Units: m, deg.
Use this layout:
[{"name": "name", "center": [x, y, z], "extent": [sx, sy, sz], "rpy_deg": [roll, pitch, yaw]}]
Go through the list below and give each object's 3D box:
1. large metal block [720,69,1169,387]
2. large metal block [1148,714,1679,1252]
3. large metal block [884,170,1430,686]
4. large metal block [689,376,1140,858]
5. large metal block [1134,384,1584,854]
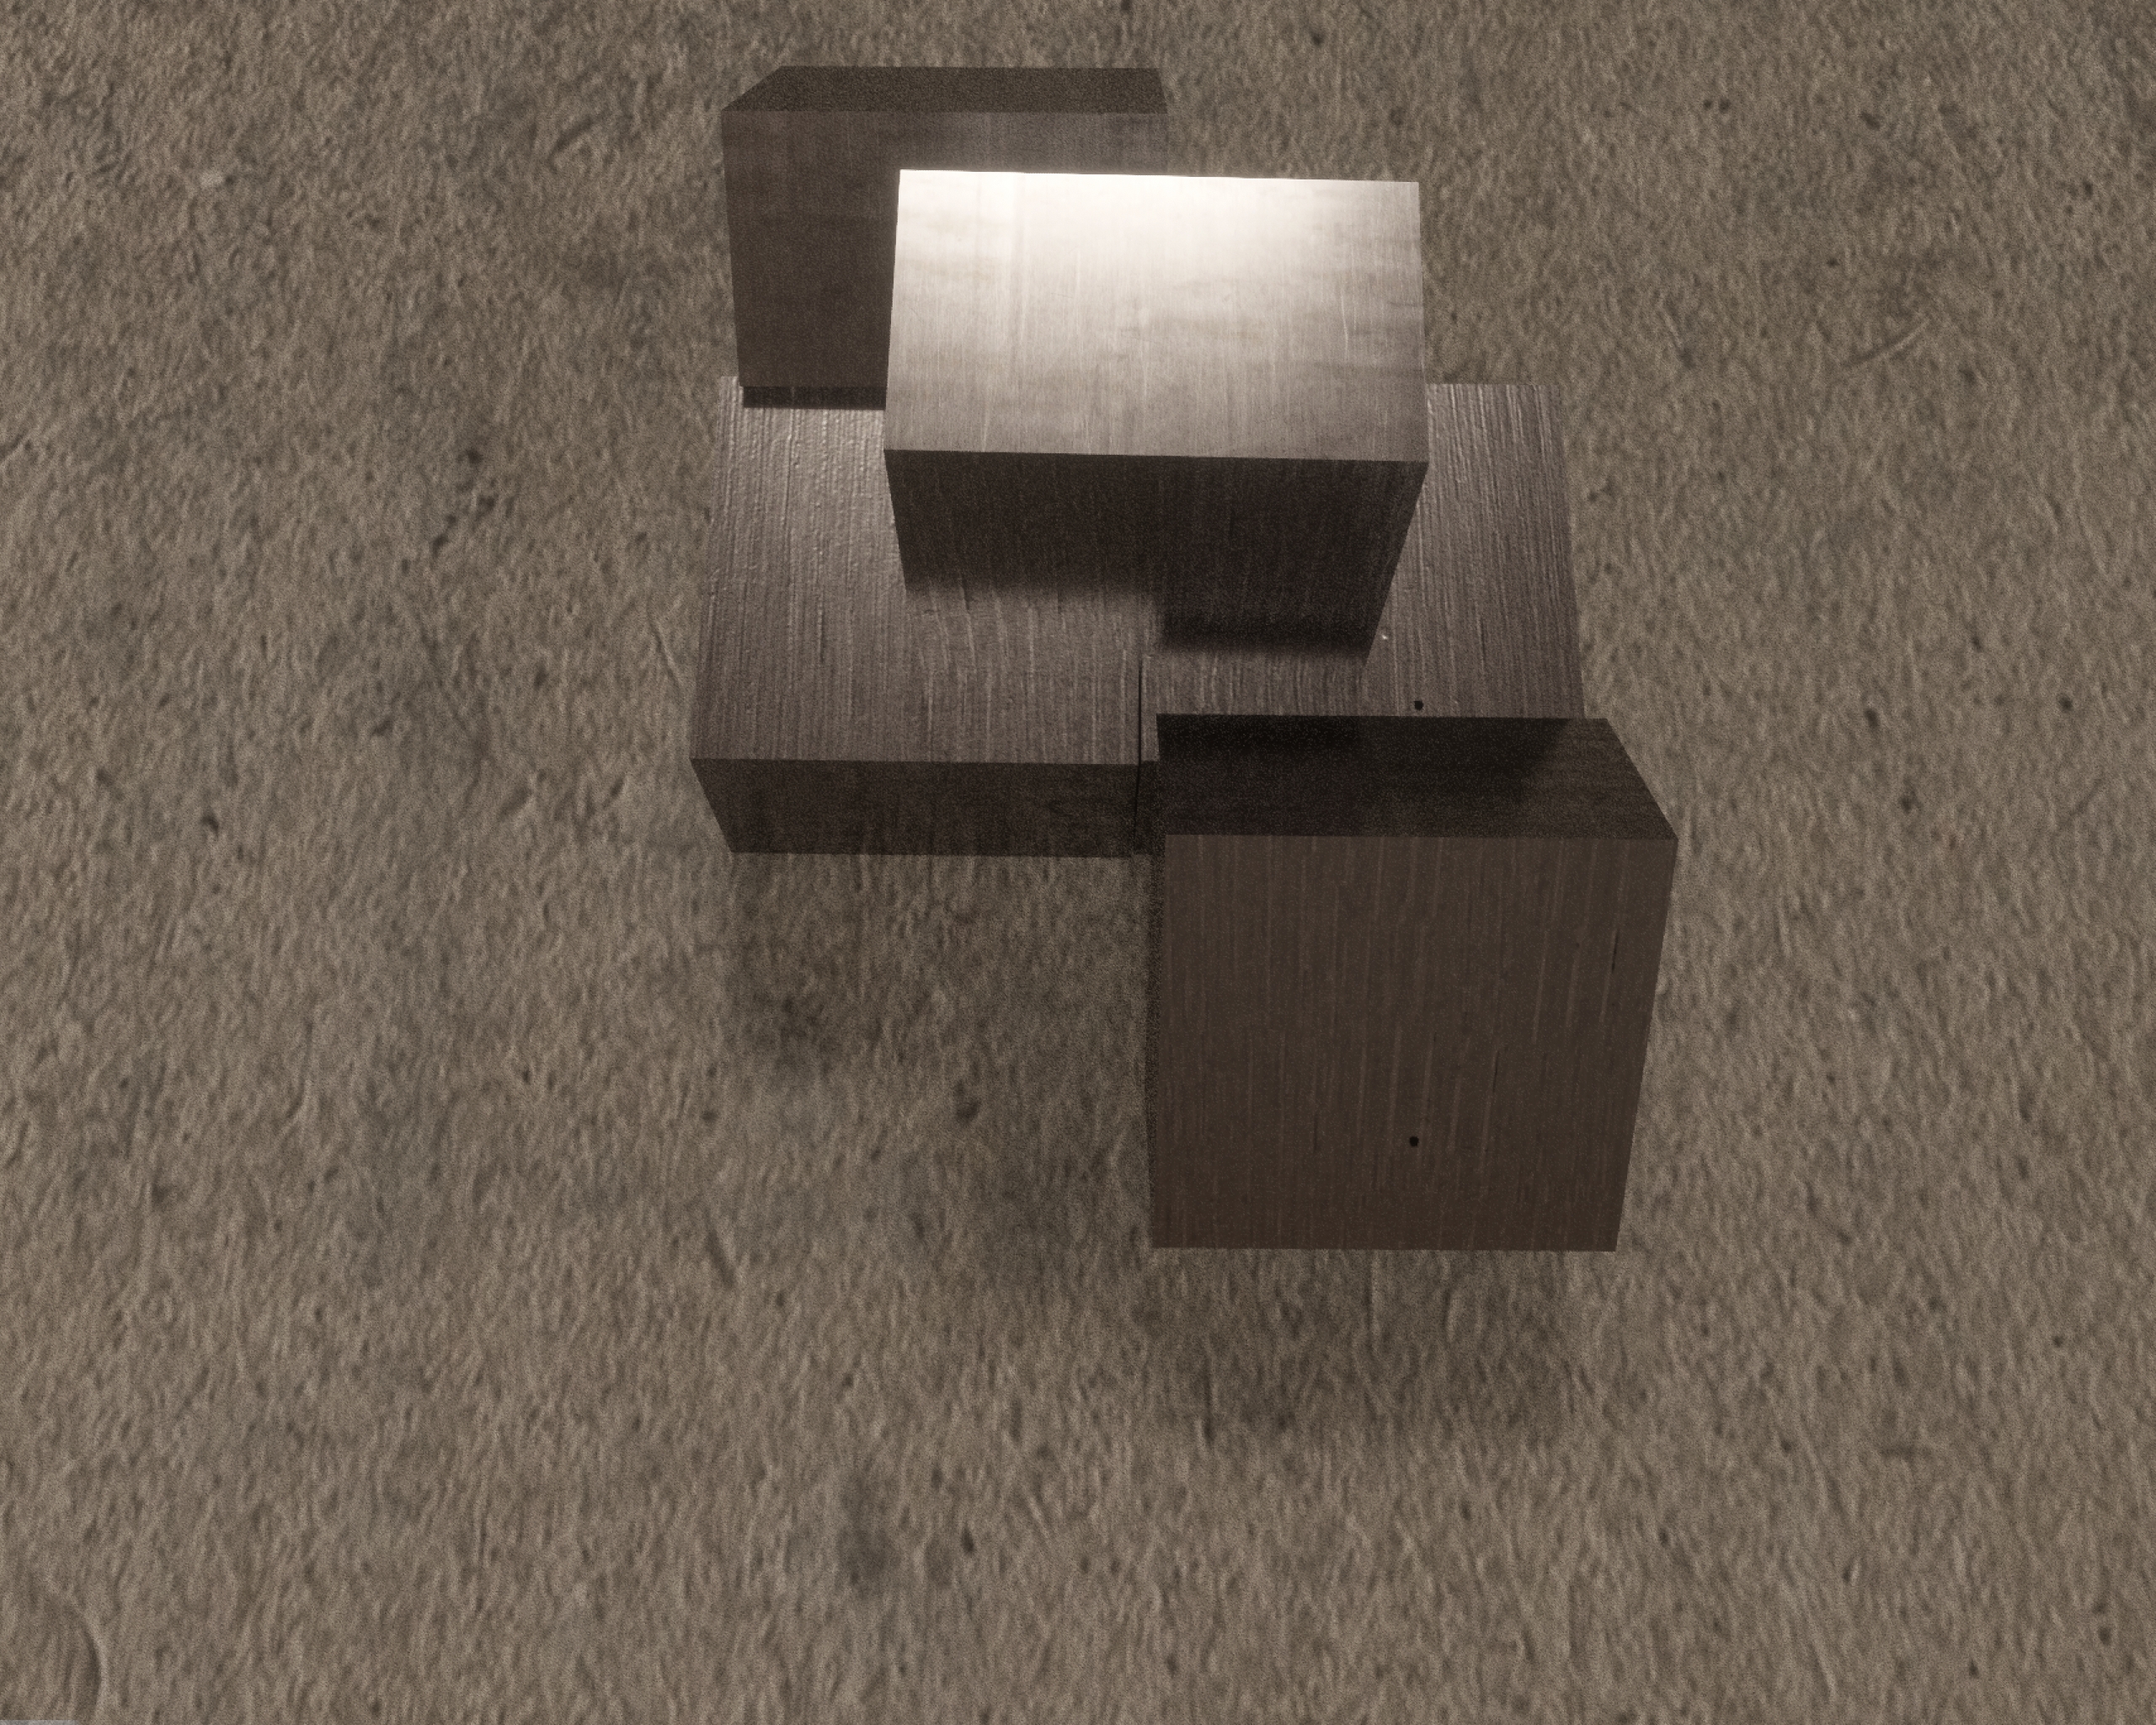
[{"name": "large metal block", "center": [-0.024, -0.130, 0.421], "extent": [0.081, 0.050, 0.080], "rpy_deg": [0, 26, 0]}, {"name": "large metal block", "center": [0.054, 0.021, 0.367], "extent": [0.081, 0.079, 0.050], "rpy_deg": [1, 26, -1]}, {"name": "large metal block", "center": [0.012, -0.070, 0.353], "extent": [0.081, 0.080, 0.050], "rpy_deg": [1, 70, 0]}, {"name": "large metal block", "center": [-0.029, -0.047, 0.411], "extent": [0.081, 0.050, 0.080], "rpy_deg": [1, 70, 0]}, {"name": "large metal block", "center": [0.052, -0.047, 0.412], "extent": [0.081, 0.050, 0.080], "rpy_deg": [1, 70, 0]}]
